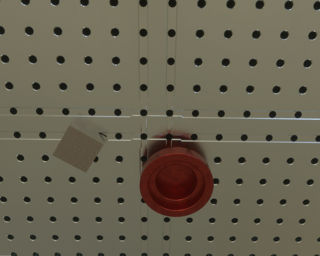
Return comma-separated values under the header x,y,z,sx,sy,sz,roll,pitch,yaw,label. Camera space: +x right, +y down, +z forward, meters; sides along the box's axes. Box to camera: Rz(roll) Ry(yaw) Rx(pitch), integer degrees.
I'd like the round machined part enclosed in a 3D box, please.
x,y,z,sx,sy,sz,roll,pitch,yaw,label
0.022,0.070,0.430,0.099,0.042,0.097,0,110,0,round machined part

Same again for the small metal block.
x,y,z,sx,sy,sz,roll,pitch,yaw,label
-0.109,0.025,0.421,0.050,0.025,0.050,31,107,-11,small metal block
